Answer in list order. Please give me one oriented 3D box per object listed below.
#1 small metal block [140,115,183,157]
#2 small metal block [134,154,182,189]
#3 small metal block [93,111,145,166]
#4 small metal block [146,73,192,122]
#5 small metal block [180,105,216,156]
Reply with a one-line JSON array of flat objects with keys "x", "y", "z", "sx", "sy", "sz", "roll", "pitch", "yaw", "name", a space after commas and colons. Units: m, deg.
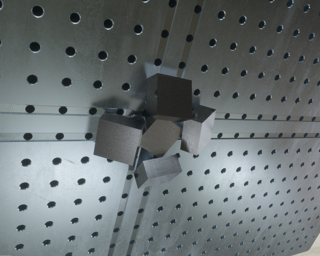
[{"x": -0.004, "y": 0.006, "z": 0.414, "sx": 0.050, "sy": 0.025, "sz": 0.050, "roll": -49, "pitch": 129, "yaw": 6, "name": "small metal block"}, {"x": -0.004, "y": 0.061, "z": 0.432, "sx": 0.050, "sy": 0.025, "sz": 0.050, "roll": -9, "pitch": 158, "yaw": -24, "name": "small metal block"}, {"x": -0.050, "y": 0.013, "z": 0.378, "sx": 0.050, "sy": 0.025, "sz": 0.050, "roll": 16, "pitch": 115, "yaw": 2, "name": "small metal block"}, {"x": 0.012, "y": -0.036, "z": 0.381, "sx": 0.050, "sy": 0.025, "sz": 0.050, "roll": 6, "pitch": 79, "yaw": -31, "name": "small metal block"}, {"x": 0.053, "y": 0.002, "z": 0.428, "sx": 0.050, "sy": 0.025, "sz": 0.050, "roll": -38, "pitch": 141, "yaw": -51, "name": "small metal block"}]
